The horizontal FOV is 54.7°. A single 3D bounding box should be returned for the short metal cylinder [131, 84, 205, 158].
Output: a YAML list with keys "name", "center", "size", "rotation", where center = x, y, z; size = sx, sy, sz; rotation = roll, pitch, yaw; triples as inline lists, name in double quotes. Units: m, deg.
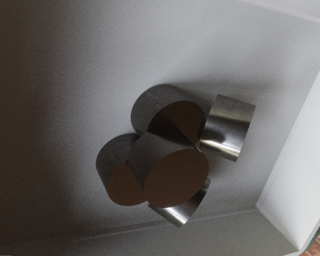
- name: "short metal cylinder"
  center: [0.010, -0.009, 0.391]
  size: [0.081, 0.050, 0.079]
  rotation: [-14, 125, -21]

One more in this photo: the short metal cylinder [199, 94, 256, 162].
- name: "short metal cylinder"
  center: [0.090, 0.000, 0.415]
  size: [0.080, 0.050, 0.080]
  rotation: [18, 91, -77]

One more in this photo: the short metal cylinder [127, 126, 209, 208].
- name: "short metal cylinder"
  center: [0.009, 0.045, 0.358]
  size: [0.081, 0.050, 0.079]
  rotation: [-14, 125, -21]

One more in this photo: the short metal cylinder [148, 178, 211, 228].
- name: "short metal cylinder"
  center: [0.027, 0.091, 0.435]
  size: [0.050, 0.080, 0.080]
  rotation: [35, 101, 2]

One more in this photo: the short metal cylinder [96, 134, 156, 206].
- name: "short metal cylinder"
  center: [-0.038, 0.055, 0.406]
  size: [0.081, 0.050, 0.079]
  rotation: [-14, 125, -21]
